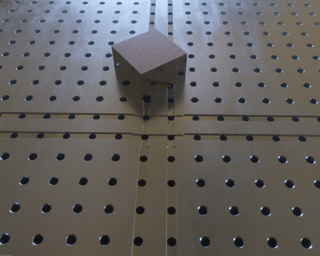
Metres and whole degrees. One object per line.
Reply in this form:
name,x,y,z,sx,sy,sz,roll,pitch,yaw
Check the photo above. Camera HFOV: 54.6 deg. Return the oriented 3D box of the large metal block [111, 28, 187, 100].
large metal block,-0.016,-0.100,0.475,0.080,0.050,0.080,-29,56,-22
